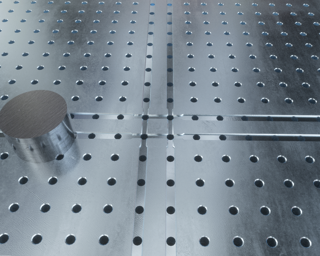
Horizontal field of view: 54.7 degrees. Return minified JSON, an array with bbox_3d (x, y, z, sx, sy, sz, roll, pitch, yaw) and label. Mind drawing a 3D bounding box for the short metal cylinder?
[{"bbox_3d":[-0.153,-0.003,0.392,0.081,0.050,0.080,0,50,0],"label":"short metal cylinder"}]
